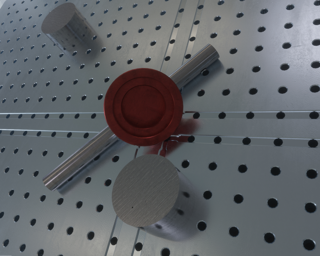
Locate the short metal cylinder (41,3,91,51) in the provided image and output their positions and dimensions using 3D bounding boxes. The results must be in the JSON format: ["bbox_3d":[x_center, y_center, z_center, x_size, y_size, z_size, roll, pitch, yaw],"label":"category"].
[{"bbox_3d":[-0.184,-0.199,0.611,0.080,0.050,0.080,-13,56,21],"label":"short metal cylinder"}]

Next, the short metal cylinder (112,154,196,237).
[{"bbox_3d":[-0.006,0.076,0.349,0.080,0.050,0.080,-13,56,21],"label":"short metal cylinder"}]

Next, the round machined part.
[{"bbox_3d":[-0.022,-0.028,0.403,0.098,0.098,0.042,-39,10,1],"label":"round machined part"}]

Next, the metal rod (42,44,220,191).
[{"bbox_3d":[-0.041,-0.014,0.438,0.300,0.025,0.025,-39,51,1],"label":"metal rod"}]
